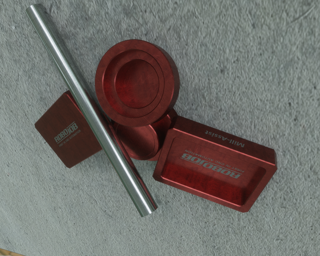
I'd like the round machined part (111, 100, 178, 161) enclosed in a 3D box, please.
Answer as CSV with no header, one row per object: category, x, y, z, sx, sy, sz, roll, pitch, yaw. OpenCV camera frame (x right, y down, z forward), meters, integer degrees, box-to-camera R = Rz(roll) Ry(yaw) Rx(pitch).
round machined part,-0.024,0.004,0.413,0.098,0.042,0.097,13,124,21

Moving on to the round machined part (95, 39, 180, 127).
round machined part,-0.023,-0.051,0.364,0.098,0.042,0.097,3,98,21

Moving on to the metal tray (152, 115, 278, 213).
metal tray,0.064,0.047,0.386,0.131,0.030,0.089,20,127,3

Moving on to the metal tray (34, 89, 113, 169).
metal tray,-0.127,0.003,0.460,0.130,0.030,0.090,-29,100,46

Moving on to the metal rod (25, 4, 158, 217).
metal rod,-0.088,-0.023,0.397,0.025,0.025,0.299,-31,89,38
